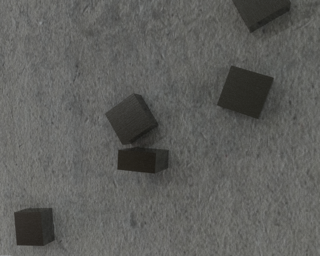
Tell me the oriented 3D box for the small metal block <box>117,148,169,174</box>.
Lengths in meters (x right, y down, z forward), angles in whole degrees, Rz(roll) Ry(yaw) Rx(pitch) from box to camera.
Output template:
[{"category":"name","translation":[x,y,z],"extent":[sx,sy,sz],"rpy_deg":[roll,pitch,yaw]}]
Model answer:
[{"category":"small metal block","translation":[-0.021,0.041,0.402],"extent":[0.050,0.050,0.025],"rpy_deg":[3,91,19]}]

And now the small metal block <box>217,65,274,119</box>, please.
[{"category":"small metal block","translation":[0.103,-0.042,0.373],"extent":[0.050,0.025,0.050],"rpy_deg":[21,97,18]}]

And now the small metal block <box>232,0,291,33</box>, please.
[{"category":"small metal block","translation":[0.118,-0.151,0.367],"extent":[0.050,0.025,0.050],"rpy_deg":[-28,81,17]}]

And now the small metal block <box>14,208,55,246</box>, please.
[{"category":"small metal block","translation":[-0.192,0.151,0.475],"extent":[0.050,0.025,0.050],"rpy_deg":[-7,88,19]}]

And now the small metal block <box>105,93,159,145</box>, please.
[{"category":"small metal block","translation":[-0.038,-0.012,0.421],"extent":[0.050,0.025,0.050],"rpy_deg":[-34,80,16]}]
